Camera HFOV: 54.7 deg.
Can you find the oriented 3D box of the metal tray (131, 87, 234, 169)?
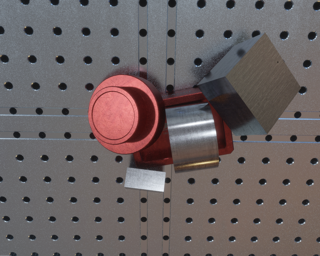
[{"bbox_3d":[0.025,-0.001,0.408,0.131,0.030,0.089,-11,110,3],"label":"metal tray"}]

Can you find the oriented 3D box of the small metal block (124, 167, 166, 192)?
[{"bbox_3d":[-0.020,0.072,0.420,0.050,0.050,0.025,8,76,-2],"label":"small metal block"}]

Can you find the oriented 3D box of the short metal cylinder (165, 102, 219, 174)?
[{"bbox_3d":[0.037,0.011,0.371,0.050,0.080,0.079,-9,110,2],"label":"short metal cylinder"}]

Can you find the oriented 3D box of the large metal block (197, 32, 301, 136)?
[{"bbox_3d":[0.104,-0.048,0.358,0.080,0.050,0.080,-47,108,-23],"label":"large metal block"}]

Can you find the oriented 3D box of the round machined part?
[{"bbox_3d":[-0.047,-0.016,0.374,0.098,0.042,0.097,2,96,22],"label":"round machined part"}]
